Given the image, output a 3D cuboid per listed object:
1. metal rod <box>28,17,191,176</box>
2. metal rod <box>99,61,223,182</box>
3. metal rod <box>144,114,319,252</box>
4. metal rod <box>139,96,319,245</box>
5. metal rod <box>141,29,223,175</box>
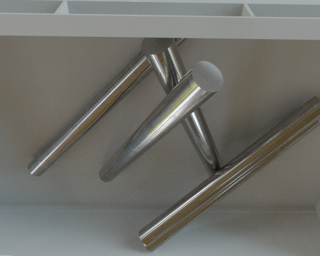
[{"bbox_3d":[-0.080,-0.022,0.389,0.025,0.025,0.299,36,121,-27],"label":"metal rod"},{"bbox_3d":[-0.024,0.017,0.343,0.025,0.025,0.299,19,153,-16],"label":"metal rod"},{"bbox_3d":[0.090,0.082,0.437,0.299,0.025,0.025,-42,120,15],"label":"metal rod"},{"bbox_3d":[0.087,0.065,0.413,0.299,0.025,0.025,-41,120,15],"label":"metal rod"},{"bbox_3d":[0.045,0.007,0.355,0.025,0.025,0.300,-15,147,12],"label":"metal rod"}]
